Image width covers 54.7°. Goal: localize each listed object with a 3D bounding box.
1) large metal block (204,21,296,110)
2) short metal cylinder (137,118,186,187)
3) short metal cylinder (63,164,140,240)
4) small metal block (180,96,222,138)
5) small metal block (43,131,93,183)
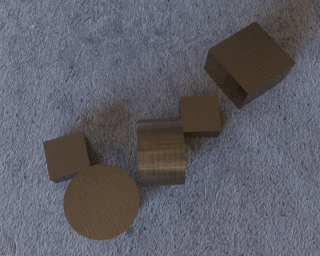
[{"bbox_3d":[0.120,-0.085,0.427,0.080,0.050,0.080,-33,74,-11],"label":"large metal block"},{"bbox_3d":[0.001,0.028,0.369,0.050,0.080,0.080,-3,70,-1],"label":"short metal cylinder"},{"bbox_3d":[-0.064,0.083,0.357,0.081,0.050,0.080,1,80,-5],"label":"short metal cylinder"},{"bbox_3d":[0.053,-0.015,0.414,0.050,0.025,0.050,-1,70,-1],"label":"small metal block"},{"bbox_3d":[-0.115,0.037,0.394,0.050,0.025,0.050,-16,71,-6],"label":"small metal block"}]
